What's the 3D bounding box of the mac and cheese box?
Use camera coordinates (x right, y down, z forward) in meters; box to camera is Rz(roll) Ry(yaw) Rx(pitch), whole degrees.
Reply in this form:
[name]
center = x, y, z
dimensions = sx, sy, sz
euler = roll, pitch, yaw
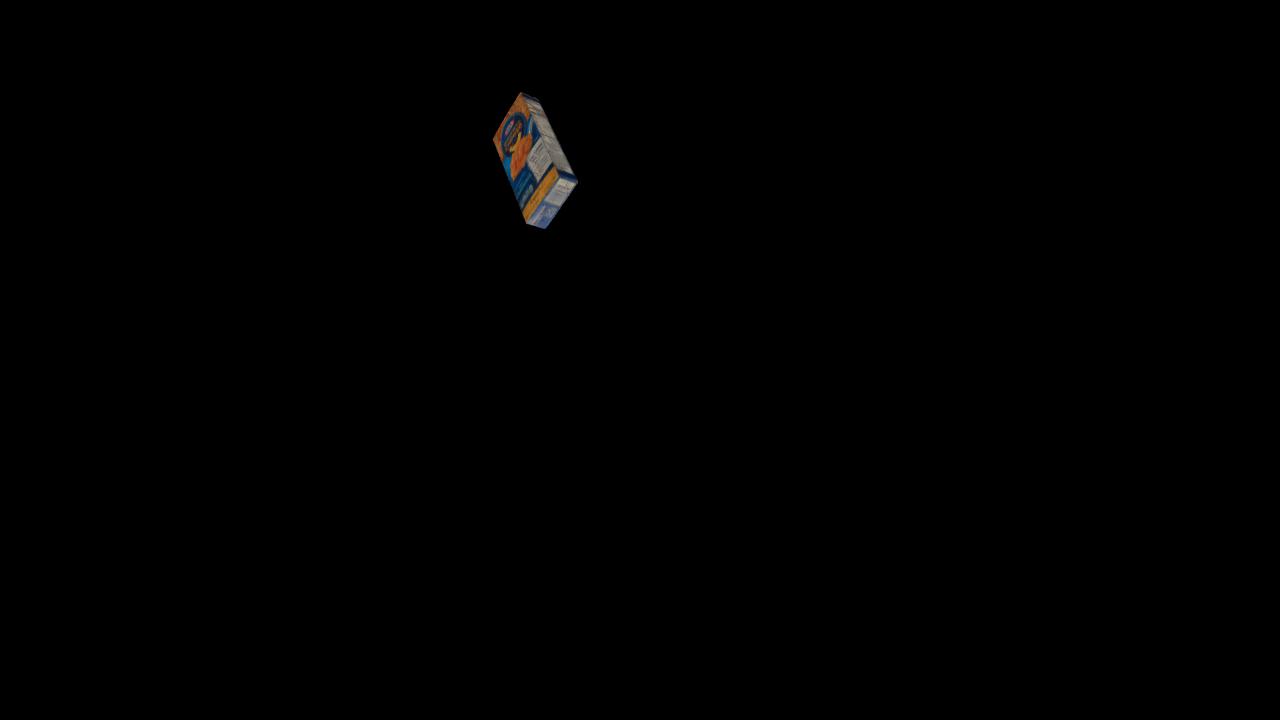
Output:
[mac and cheese box]
center = -0.154, -0.289, 0.887
dimensions = 0.041, 0.184, 0.093
euler = 4, -40, -43
